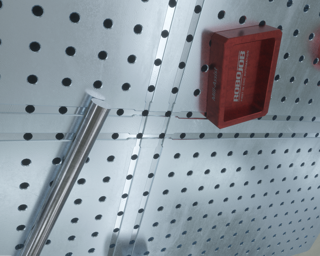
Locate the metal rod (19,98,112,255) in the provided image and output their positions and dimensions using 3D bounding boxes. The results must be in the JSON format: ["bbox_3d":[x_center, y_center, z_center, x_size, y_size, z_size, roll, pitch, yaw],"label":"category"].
[{"bbox_3d":[-0.136,0.098,0.397,0.025,0.025,0.298,17,109,-35],"label":"metal rod"}]

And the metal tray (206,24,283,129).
[{"bbox_3d":[0.114,-0.069,0.429,0.091,0.030,0.129,-15,125,-20],"label":"metal tray"}]
